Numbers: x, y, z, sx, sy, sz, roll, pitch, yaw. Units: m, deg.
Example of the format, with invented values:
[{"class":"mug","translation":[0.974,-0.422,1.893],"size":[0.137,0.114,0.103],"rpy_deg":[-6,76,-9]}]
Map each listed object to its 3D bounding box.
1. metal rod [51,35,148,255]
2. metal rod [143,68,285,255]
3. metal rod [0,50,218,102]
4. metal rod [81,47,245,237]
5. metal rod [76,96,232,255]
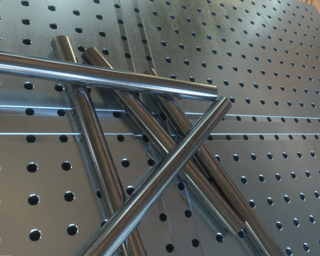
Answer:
[{"class":"metal rod","translation":[-0.075,0.016,0.358],"size":[0.025,0.025,0.299],"rpy_deg":[-10,67,-33]},{"class":"metal rod","translation":[0.063,0.044,0.417],"size":[0.025,0.025,0.299],"rpy_deg":[-25,76,-37]},{"class":"metal rod","translation":[-0.059,-0.061,0.383],"size":[0.302,0.025,0.025],"rpy_deg":[5,60,-26]},{"class":"metal rod","translation":[0.000,0.012,0.401],"size":[0.025,0.025,0.300],"rpy_deg":[-35,81,-39]},{"class":"metal rod","translation":[0.009,0.047,0.353],"size":[0.025,0.025,0.302],"rpy_deg":[44,51,2]}]
